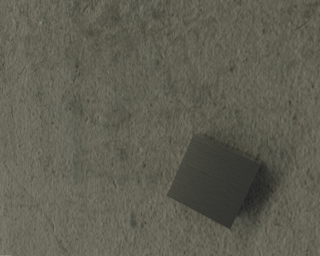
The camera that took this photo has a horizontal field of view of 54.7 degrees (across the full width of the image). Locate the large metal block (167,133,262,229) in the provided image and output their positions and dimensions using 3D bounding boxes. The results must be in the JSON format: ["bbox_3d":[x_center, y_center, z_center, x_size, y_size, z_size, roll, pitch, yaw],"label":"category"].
[{"bbox_3d":[0.066,0.059,0.372,0.080,0.050,0.080,25,98,18],"label":"large metal block"}]
